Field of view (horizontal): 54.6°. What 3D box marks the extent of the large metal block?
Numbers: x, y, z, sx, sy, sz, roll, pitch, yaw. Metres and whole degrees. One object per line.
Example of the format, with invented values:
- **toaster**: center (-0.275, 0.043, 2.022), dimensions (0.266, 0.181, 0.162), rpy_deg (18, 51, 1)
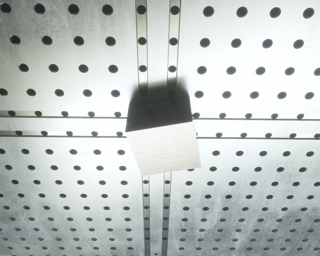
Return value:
- **large metal block**: center (0.007, 0.012, 0.404), dimensions (0.080, 0.050, 0.080), rpy_deg (-9, 130, 8)
